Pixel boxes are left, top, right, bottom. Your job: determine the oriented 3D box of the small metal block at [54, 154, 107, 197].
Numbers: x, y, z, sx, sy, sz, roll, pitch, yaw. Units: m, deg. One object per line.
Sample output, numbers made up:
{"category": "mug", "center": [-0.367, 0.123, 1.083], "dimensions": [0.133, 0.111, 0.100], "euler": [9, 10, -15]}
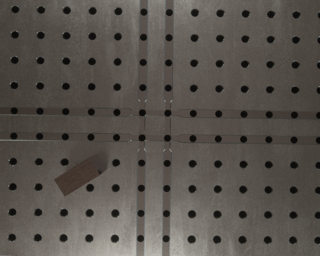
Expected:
{"category": "small metal block", "center": [-0.101, 0.059, 0.400], "dimensions": [0.050, 0.050, 0.025], "euler": [-32, 90, 0]}
